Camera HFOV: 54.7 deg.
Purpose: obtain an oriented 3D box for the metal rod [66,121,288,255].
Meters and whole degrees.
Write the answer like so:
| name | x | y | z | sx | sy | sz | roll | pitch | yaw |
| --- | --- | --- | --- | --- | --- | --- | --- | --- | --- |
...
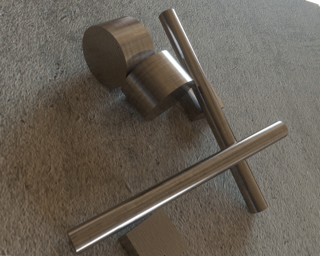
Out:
| name | x | y | z | sx | sy | sz | roll | pitch | yaw |
| --- | --- | --- | --- | --- | --- | --- | --- | --- | --- |
| metal rod | 0.041 | 0.055 | 0.360 | 0.302 | 0.025 | 0.025 | -23 | 74 | -26 |

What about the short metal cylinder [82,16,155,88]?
| name | x | y | z | sx | sy | sz | roll | pitch | yaw |
| --- | --- | --- | --- | --- | --- | --- | --- | --- | --- |
| short metal cylinder | -0.054 | -0.097 | 0.399 | 0.080 | 0.080 | 0.050 | 50 | 51 | 6 |

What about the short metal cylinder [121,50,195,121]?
| name | x | y | z | sx | sy | sz | roll | pitch | yaw |
| --- | --- | --- | --- | --- | --- | --- | --- | --- | --- |
| short metal cylinder | -0.003 | -0.053 | 0.400 | 0.081 | 0.080 | 0.050 | -33 | 80 | -38 |

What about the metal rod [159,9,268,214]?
| name | x | y | z | sx | sy | sz | roll | pitch | yaw |
| --- | --- | --- | --- | --- | --- | --- | --- | --- | --- |
| metal rod | 0.070 | -0.027 | 0.426 | 0.025 | 0.025 | 0.299 | -20 | 82 | -35 |

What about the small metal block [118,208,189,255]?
| name | x | y | z | sx | sy | sz | roll | pitch | yaw |
| --- | --- | --- | --- | --- | --- | --- | --- | --- | --- |
| small metal block | -0.007 | 0.121 | 0.326 | 0.050 | 0.025 | 0.050 | -28 | 77 | -37 |

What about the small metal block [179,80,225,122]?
| name | x | y | z | sx | sy | sz | roll | pitch | yaw |
| --- | --- | --- | --- | --- | --- | --- | --- | --- | --- |
| small metal block | 0.059 | -0.041 | 0.461 | 0.050 | 0.025 | 0.050 | -16 | 70 | -35 |
